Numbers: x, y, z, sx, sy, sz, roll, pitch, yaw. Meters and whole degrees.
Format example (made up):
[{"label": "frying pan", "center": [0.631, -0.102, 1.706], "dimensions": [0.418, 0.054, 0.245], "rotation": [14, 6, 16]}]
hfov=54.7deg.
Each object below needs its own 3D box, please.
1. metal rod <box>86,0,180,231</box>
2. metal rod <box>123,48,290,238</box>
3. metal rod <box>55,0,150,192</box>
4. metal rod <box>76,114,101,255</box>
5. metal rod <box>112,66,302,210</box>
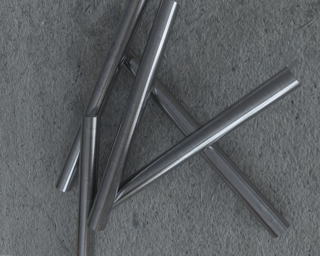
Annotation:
[{"label": "metal rod", "center": [-0.036, -0.012, 0.392], "dimensions": [0.025, 0.025, 0.298], "rotation": [21, 95, 19]}, {"label": "metal rod", "center": [0.045, 0.009, 0.392], "dimensions": [0.025, 0.025, 0.300], "rotation": [-44, 77, 15]}, {"label": "metal rod", "center": [-0.081, -0.042, 0.418], "dimensions": [0.025, 0.025, 0.298], "rotation": [31, 107, 17]}, {"label": "metal rod", "center": [-0.101, 0.131, 0.425], "dimensions": [0.025, 0.025, 0.298], "rotation": [8, 100, 20]}, {"label": "metal rod", "center": [0.027, 0.029, 0.375], "dimensions": [0.299, 0.025, 0.025], "rotation": [-37, 78, 25]}]
